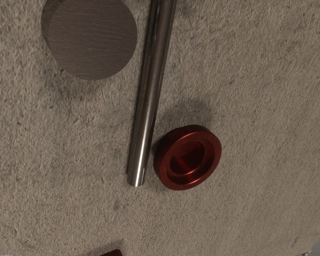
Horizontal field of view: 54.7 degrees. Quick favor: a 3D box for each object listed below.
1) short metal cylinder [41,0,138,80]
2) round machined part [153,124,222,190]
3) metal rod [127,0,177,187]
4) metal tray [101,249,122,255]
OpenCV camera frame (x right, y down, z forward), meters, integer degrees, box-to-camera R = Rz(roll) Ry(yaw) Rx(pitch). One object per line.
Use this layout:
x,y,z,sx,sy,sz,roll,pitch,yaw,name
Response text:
-0.068,-0.092,0.297,0.081,0.050,0.079,-14,125,-21,short metal cylinder
0.035,0.037,0.440,0.099,0.042,0.097,-14,125,-21,round machined part
-0.010,-0.056,0.368,0.025,0.025,0.298,-4,120,-27,metal rod
-0.099,0.270,0.517,0.091,0.030,0.129,-16,125,-20,metal tray
